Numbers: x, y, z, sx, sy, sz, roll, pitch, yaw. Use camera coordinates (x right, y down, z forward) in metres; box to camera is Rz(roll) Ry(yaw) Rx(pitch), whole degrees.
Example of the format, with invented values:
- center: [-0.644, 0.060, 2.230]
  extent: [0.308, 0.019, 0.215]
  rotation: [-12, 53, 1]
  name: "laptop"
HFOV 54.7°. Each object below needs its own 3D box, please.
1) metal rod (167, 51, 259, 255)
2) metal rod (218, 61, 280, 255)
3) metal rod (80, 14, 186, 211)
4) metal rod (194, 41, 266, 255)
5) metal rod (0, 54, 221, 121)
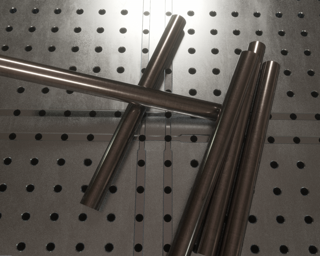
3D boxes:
- center: [0.065, 0.039, 0.381]
  extent: [0.025, 0.025, 0.299]
  rotation: [20, 77, 7]
  name: "metal rod"
- center: [0.115, 0.045, 0.396]
  extent: [0.025, 0.025, 0.299]
  rotation: [17, 71, 5]
  name: "metal rod"
- center: [-0.029, -0.034, 0.423]
  extent: [0.025, 0.025, 0.300]
  rotation: [21, 71, 7]
  name: "metal rod"
- center: [0.098, 0.014, 0.407]
  extent: [0.025, 0.025, 0.299]
  rotation: [17, 71, 6]
  name: "metal rod"
- center: [-0.059, -0.048, 0.392]
  extent: [0.302, 0.025, 0.025]
  rotation: [11, 70, -11]
  name: "metal rod"
